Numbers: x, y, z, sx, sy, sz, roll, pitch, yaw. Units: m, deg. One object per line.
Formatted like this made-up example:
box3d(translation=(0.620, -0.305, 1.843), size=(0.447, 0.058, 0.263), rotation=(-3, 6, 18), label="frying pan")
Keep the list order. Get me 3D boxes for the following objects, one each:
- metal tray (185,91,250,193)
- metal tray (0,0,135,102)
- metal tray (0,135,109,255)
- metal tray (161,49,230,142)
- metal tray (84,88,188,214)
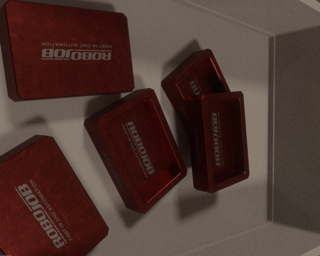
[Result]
box3d(translation=(0.083, 0.016, 0.435), size=(0.091, 0.030, 0.129), rotation=(-10, 97, -40), label="metal tray")
box3d(translation=(-0.092, -0.078, 0.327), size=(0.131, 0.030, 0.089), rotation=(-10, 97, -40), label="metal tray")
box3d(translation=(-0.118, 0.083, 0.305), size=(0.091, 0.030, 0.129), rotation=(-39, 114, -33), label="metal tray")
box3d(translation=(0.067, -0.039, 0.461), size=(0.090, 0.030, 0.130), rotation=(-46, 118, -30), label="metal tray")
box3d(translation=(-0.024, 0.027, 0.384), size=(0.091, 0.030, 0.129), rotation=(-36, 113, -34), label="metal tray")
